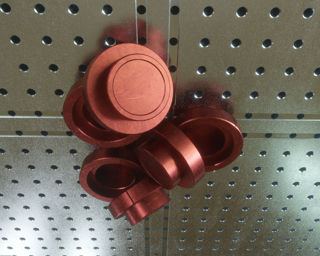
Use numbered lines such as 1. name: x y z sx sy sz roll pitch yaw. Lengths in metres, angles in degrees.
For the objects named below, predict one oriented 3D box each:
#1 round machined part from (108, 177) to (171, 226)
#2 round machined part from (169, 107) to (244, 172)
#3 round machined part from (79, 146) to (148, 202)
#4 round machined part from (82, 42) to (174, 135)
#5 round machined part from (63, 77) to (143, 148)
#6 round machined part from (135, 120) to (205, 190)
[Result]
1. round machined part: -0.023 0.107 0.453 0.098 0.042 0.098 -32 166 -9
2. round machined part: 0.056 0.011 0.409 0.099 0.042 0.097 0 130 0
3. round machined part: -0.064 0.063 0.452 0.099 0.042 0.097 0 130 0
4. round machined part: -0.028 -0.041 0.329 0.099 0.042 0.097 -1 93 -26
5. round machined part: -0.063 -0.025 0.377 0.099 0.042 0.097 0 130 0
6. round machined part: 0.007 0.040 0.394 0.042 0.098 0.098 -38 133 -23
